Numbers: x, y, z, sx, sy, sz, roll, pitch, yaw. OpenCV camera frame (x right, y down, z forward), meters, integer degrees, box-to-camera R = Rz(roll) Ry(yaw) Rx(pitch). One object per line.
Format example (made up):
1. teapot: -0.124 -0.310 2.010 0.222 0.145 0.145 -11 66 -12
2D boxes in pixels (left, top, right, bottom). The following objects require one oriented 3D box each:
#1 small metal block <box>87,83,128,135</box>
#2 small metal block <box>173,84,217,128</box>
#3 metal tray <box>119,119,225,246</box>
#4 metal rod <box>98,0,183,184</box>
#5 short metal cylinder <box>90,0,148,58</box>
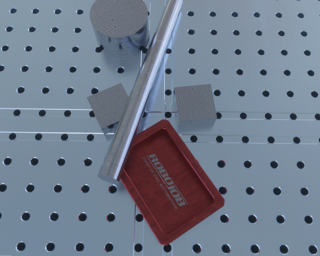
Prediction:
1. small metal block: -0.064 -0.026 0.420 0.050 0.025 0.050 -25 72 -9
2. small metal block: 0.047 -0.030 0.423 0.050 0.025 0.050 -6 70 -3
3. metal tray: 0.005 0.065 0.385 0.090 0.030 0.130 -31 73 -11
4. metal rod: -0.017 -0.069 0.417 0.025 0.025 0.300 15 63 5
5. short metal cylinder: -0.057 -0.151 0.453 0.081 0.050 0.080 0 70 -1
